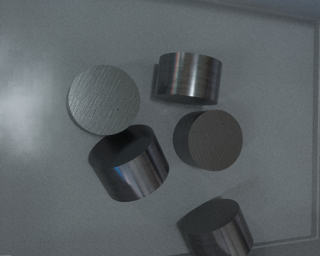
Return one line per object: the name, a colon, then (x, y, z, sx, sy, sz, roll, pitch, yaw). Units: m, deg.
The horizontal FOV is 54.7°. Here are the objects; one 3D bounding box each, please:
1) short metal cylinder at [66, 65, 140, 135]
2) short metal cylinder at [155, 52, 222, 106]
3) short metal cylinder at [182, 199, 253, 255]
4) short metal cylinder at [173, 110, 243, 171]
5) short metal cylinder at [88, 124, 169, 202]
short metal cylinder: (-0.070, -0.032, 0.372, 0.081, 0.050, 0.079, 0, 90, -20)
short metal cylinder: (0.036, -0.060, 0.396, 0.081, 0.080, 0.050, 8, 88, -20)
short metal cylinder: (0.076, 0.137, 0.411, 0.081, 0.080, 0.050, -27, 99, -18)
short metal cylinder: (0.064, 0.016, 0.422, 0.081, 0.050, 0.079, 0, 90, -21)
short metal cylinder: (-0.036, 0.039, 0.363, 0.080, 0.080, 0.050, -33, 120, -17)
